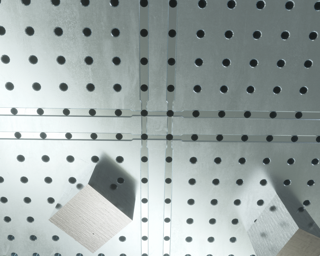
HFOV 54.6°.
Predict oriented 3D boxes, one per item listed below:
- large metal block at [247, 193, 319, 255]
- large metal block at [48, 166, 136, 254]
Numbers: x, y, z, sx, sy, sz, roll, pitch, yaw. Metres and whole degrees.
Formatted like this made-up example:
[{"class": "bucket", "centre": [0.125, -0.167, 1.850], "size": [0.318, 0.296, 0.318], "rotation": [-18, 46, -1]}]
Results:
[{"class": "large metal block", "centre": [0.178, 0.156, 0.443], "size": [0.050, 0.080, 0.080], "rotation": [27, 108, -9]}, {"class": "large metal block", "centre": [-0.094, 0.116, 0.442], "size": [0.080, 0.050, 0.080], "rotation": [-42, 105, 14]}]
